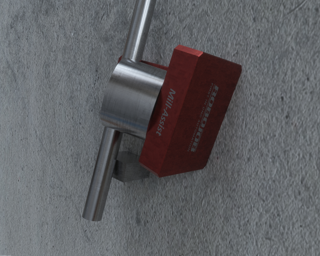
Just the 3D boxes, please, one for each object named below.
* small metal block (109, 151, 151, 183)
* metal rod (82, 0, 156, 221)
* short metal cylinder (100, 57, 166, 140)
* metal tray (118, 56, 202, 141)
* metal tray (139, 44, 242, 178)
[{"bbox_3d":[-0.047,0.052,0.427,0.050,0.050,0.025,17,101,38],"label":"small metal block"},{"bbox_3d":[-0.051,-0.030,0.395,0.025,0.025,0.298,14,90,39],"label":"metal rod"},{"bbox_3d":[-0.025,-0.032,0.342,0.050,0.080,0.079,19,105,4],"label":"short metal cylinder"},{"bbox_3d":[-0.010,-0.039,0.409,0.130,0.030,0.089,23,105,37],"label":"metal tray"},{"bbox_3d":[0.035,-0.015,0.334,0.030,0.091,0.129,29,108,36],"label":"metal tray"}]
